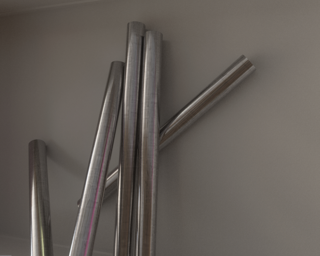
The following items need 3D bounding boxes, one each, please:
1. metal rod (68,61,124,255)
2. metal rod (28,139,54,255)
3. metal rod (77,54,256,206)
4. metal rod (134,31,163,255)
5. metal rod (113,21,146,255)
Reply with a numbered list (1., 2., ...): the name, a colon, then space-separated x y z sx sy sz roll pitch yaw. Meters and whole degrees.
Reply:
1. metal rod: -0.074 0.050 0.371 0.025 0.025 0.299 -2 65 19
2. metal rod: -0.145 0.126 0.376 0.025 0.025 0.300 -40 45 15
3. metal rod: -0.001 0.017 0.410 0.299 0.025 0.025 -42 77 15
4. metal rod: -0.013 0.024 0.385 0.025 0.025 0.298 -2 80 19
5. metal rod: -0.039 0.008 0.400 0.025 0.025 0.298 0 81 19
